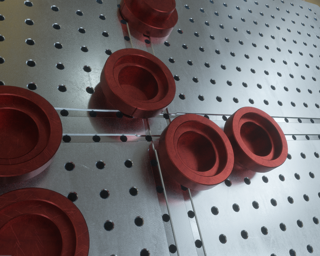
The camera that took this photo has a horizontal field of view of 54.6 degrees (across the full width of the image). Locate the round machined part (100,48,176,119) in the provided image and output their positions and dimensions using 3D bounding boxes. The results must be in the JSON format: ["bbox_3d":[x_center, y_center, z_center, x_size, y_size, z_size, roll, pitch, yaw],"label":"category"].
[{"bbox_3d":[-0.032,-0.055,0.413,0.099,0.042,0.098,13,56,-21],"label":"round machined part"}]

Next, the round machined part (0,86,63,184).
[{"bbox_3d":[-0.152,0.009,0.310,0.099,0.042,0.098,13,56,-21],"label":"round machined part"}]

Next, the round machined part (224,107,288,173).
[{"bbox_3d":[0.135,0.021,0.456,0.099,0.042,0.098,13,56,-21],"label":"round machined part"}]

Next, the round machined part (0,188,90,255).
[{"bbox_3d":[-0.115,0.106,0.271,0.099,0.042,0.098,13,56,-21],"label":"round machined part"}]

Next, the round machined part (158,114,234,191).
[{"bbox_3d":[0.042,0.034,0.399,0.099,0.042,0.098,13,56,-21],"label":"round machined part"}]

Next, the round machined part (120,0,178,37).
[{"bbox_3d":[-0.013,-0.202,0.513,0.099,0.042,0.098,13,56,-21],"label":"round machined part"}]
